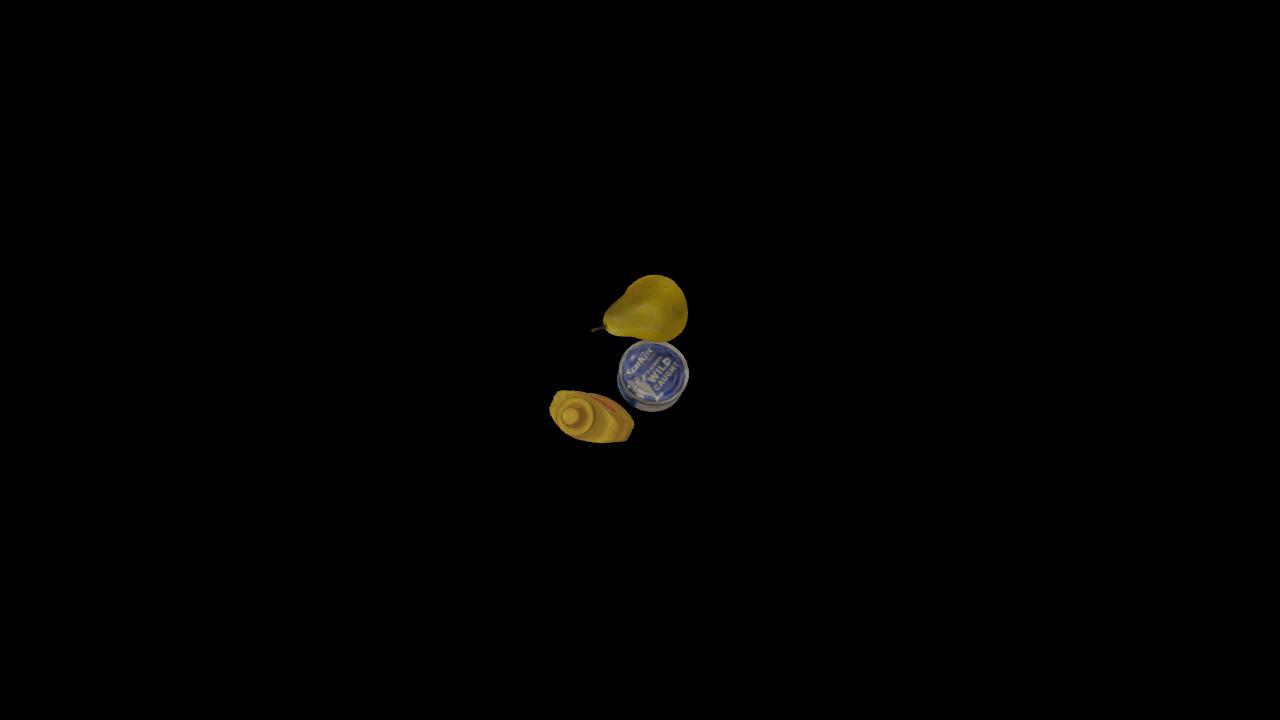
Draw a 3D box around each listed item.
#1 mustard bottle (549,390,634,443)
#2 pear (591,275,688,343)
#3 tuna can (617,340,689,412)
[{"bbox_3d":[-0.061,0.068,0.732,0.092,0.054,0.184,33,0,10],"label":"mustard bottle"},{"bbox_3d":[-0.005,-0.050,0.686,0.111,0.080,0.080,-15,3,-10],"label":"pear"},{"bbox_3d":[0.015,0.019,0.739,0.084,0.084,0.034,0,-23,-8],"label":"tuna can"}]
